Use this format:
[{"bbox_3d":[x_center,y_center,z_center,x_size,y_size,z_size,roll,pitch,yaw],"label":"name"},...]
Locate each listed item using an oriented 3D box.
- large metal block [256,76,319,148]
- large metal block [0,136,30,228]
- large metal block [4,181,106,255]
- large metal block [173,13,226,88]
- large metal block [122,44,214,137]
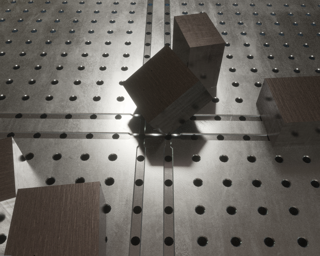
[{"bbox_3d":[0.184,-0.023,0.413,0.081,0.050,0.080,-3,50,-3],"label":"large metal block"},{"bbox_3d":[-0.191,0.064,0.335,0.081,0.050,0.080,-15,52,-13],"label":"large metal block"},{"bbox_3d":[-0.097,0.103,0.303,0.081,0.050,0.080,-5,50,-4],"label":"large metal block"},{"bbox_3d":[0.054,-0.115,0.469,0.050,0.080,0.080,-10,51,-9],"label":"large metal block"},{"bbox_3d":[0.009,-0.049,0.410,0.080,0.050,0.080,-40,55,9],"label":"large metal block"}]
